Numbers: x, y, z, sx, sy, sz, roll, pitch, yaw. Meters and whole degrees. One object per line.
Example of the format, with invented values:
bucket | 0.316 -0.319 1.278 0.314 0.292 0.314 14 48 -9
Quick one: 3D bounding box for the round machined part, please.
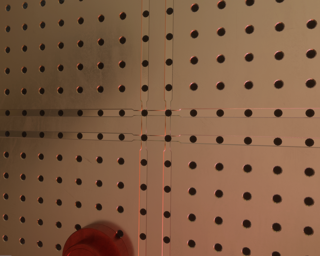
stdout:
round machined part | -0.098 0.190 0.437 0.098 0.042 0.097 0 90 19
